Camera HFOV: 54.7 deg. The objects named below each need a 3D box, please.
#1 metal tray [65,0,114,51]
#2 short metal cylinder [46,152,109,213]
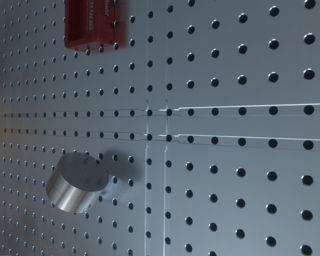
[{"bbox_3d":[-0.115,-0.196,0.500,0.090,0.030,0.129,2,91,40],"label":"metal tray"},{"bbox_3d":[-0.127,0.083,0.479,0.080,0.081,0.050,50,119,28],"label":"short metal cylinder"}]
